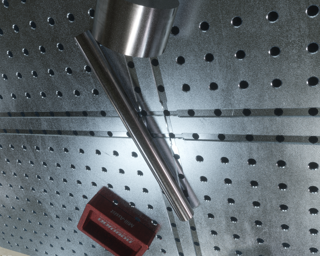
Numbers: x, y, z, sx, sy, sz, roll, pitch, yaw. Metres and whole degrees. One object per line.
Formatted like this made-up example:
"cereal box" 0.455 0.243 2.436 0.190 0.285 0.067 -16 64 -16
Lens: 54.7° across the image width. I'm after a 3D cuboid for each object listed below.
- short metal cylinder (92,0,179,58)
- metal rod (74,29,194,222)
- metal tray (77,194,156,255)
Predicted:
"short metal cylinder" -0.026 -0.115 0.318 0.080 0.080 0.050 28 128 11
"metal rod" -0.028 0.008 0.430 0.025 0.025 0.299 -17 110 35
"metal tray" -0.083 0.189 0.568 0.130 0.030 0.089 33 129 6
